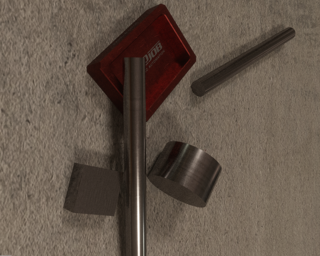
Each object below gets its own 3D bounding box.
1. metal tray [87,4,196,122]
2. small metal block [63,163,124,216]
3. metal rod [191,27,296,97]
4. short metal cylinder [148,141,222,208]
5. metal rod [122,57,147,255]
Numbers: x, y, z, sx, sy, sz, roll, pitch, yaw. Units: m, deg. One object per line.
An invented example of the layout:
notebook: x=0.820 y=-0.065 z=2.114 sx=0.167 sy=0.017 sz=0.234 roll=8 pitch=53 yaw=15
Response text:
metal tray: x=-0.016 y=-0.081 z=0.389 sx=0.130 sy=0.030 sz=0.090 roll=-52 pitch=121 yaw=-27
small metal block: x=-0.073 y=0.069 z=0.345 sx=0.050 sy=0.025 sz=0.050 roll=19 pitch=78 yaw=-39
metal rod: x=0.159 y=-0.125 z=0.540 sx=0.302 sy=0.025 sz=0.025 roll=-33 pitch=111 yaw=-35
short metal cylinder: x=0.032 y=0.060 z=0.398 sx=0.080 sy=0.080 sz=0.050 roll=44 pitch=63 yaw=-32
metal rod: x=-0.028 y=0.071 z=0.359 sx=0.025 sy=0.025 sz=0.298 roll=-8 pitch=103 yaw=-40
